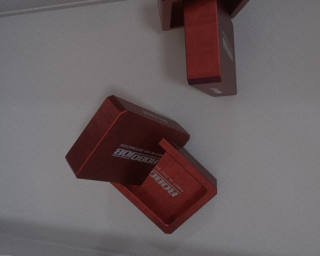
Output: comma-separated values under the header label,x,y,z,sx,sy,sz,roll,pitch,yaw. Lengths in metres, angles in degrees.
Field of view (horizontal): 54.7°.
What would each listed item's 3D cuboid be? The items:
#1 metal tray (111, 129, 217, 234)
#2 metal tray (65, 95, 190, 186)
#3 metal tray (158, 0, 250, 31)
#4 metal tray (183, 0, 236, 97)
label,x,y,z,sx,sy,sz,roll,pitch,yaw
metal tray,-0.004,0.058,0.389,0.130,0.030,0.090,43,105,-2
metal tray,-0.032,0.022,0.365,0.090,0.131,0.030,-53,53,13
metal tray,0.044,-0.136,0.322,0.091,0.130,0.030,-10,96,1
metal tray,0.058,-0.085,0.334,0.030,0.130,0.089,-3,89,20
